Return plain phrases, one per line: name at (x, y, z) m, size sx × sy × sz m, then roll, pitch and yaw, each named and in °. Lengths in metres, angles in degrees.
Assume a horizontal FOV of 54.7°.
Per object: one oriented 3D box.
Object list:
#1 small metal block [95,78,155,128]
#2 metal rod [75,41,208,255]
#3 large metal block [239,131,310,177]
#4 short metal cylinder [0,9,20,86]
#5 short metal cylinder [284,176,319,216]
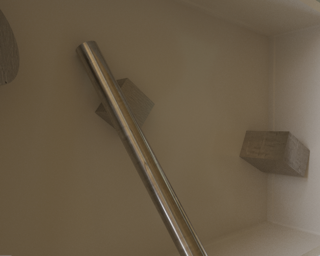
small metal block at (-0.041, -0.024, 0.374) m, size 0.050 × 0.025 × 0.050 m, roll 43°, pitch 64°, yaw -32°
metal rod at (-0.012, 0.042, 0.325) m, size 0.025 × 0.025 × 0.299 m, roll -23°, pitch 82°, yaw -38°
large metal block at (0.201, 0.045, 0.543) m, size 0.080 × 0.080 × 0.050 m, roll 32°, pitch 70°, yaw -36°
short metal cylinder at (-0.155, -0.065, 0.234) m, size 0.080 × 0.050 × 0.080 m, roll -15°, pitch 91°, yaw -81°
short metal cylinder at (0.305, 0.140, 0.653) m, size 0.081 × 0.050 × 0.079 m, roll 0°, pitch 90°, yaw -40°
